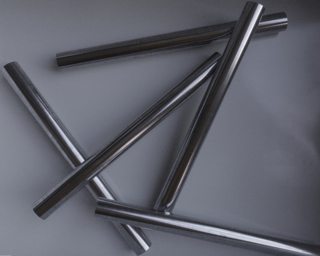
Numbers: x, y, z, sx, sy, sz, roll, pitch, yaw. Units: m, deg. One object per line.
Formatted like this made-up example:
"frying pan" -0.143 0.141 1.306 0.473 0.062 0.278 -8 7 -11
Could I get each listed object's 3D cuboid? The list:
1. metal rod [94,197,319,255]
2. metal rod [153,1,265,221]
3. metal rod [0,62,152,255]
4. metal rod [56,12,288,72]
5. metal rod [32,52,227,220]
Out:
"metal rod" 0.068 0.132 0.393 0.302 0.025 0.025 14 90 -8
"metal rod" 0.057 -0.014 0.396 0.025 0.025 0.298 24 96 0
"metal rod" -0.110 0.040 0.410 0.025 0.025 0.299 -37 90 0
"metal rod" 0.016 -0.114 0.411 0.302 0.025 0.025 -10 90 0
"metal rod" -0.033 0.005 0.394 0.301 0.025 0.025 -40 90 -7
